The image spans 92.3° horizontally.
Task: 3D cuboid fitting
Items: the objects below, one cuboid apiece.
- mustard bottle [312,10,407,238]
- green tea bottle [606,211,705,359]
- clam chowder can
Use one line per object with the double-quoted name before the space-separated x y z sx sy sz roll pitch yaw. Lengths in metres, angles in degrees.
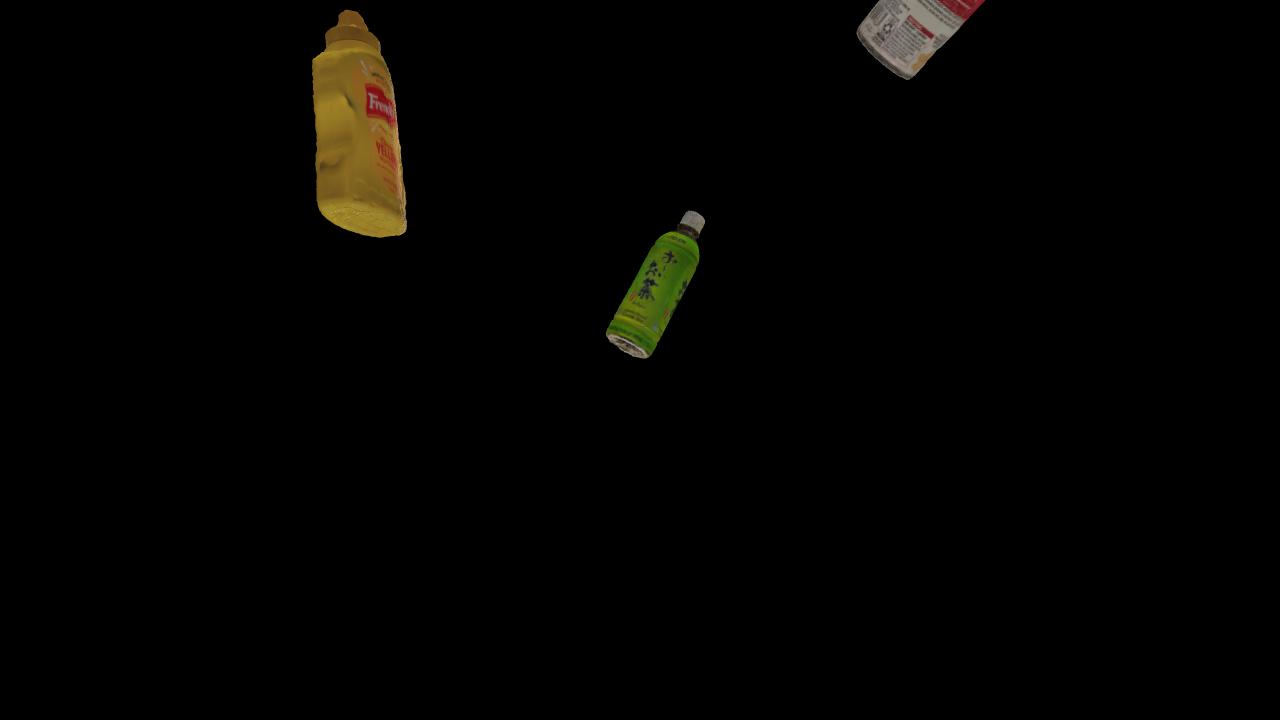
"mustard bottle" -0.236 -0.203 0.514 0.054 0.184 0.092 -8 -6 12
"green tea bottle" 0.029 -0.108 0.833 0.073 0.212 0.073 24 -12 6
"clam chowder can" 0.240 -0.297 0.508 0.068 0.068 0.102 0 -33 -37
